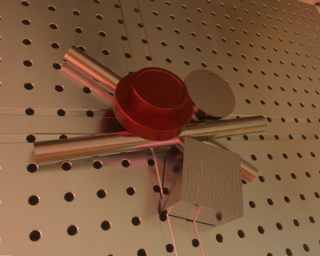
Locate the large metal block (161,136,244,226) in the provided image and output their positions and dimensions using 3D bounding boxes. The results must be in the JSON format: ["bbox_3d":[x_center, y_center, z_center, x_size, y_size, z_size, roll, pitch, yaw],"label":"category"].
[{"bbox_3d":[0.051,0.066,0.378,0.081,0.050,0.080,19,54,-18],"label":"large metal block"}]

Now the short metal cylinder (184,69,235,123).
[{"bbox_3d":[0.061,-0.038,0.449,0.081,0.050,0.080,14,56,-21],"label":"short metal cylinder"}]

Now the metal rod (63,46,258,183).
[{"bbox_3d":[0.006,-0.015,0.422,0.301,0.025,0.025,33,51,-7],"label":"metal rod"}]

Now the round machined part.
[{"bbox_3d":[-0.005,-0.036,0.375,0.099,0.042,0.098,11,50,-13],"label":"round machined part"}]

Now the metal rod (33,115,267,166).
[{"bbox_3d":[0.007,0.011,0.383,0.303,0.025,0.025,-7,65,-24],"label":"metal rod"}]
